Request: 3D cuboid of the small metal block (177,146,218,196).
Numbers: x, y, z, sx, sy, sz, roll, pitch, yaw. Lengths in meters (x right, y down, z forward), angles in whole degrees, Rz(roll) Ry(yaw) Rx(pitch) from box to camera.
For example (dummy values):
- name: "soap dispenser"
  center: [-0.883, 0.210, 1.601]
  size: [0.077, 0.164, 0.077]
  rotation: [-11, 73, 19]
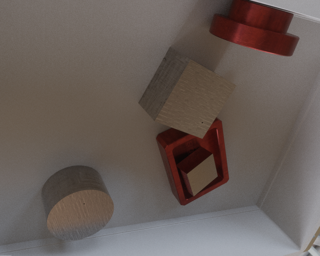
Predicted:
- name: "small metal block"
  center: [0.055, 0.064, 0.458]
  size: [0.050, 0.025, 0.050]
  rotation: [-35, 130, -21]

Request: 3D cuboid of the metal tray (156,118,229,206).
- name: "metal tray"
  center: [0.053, 0.049, 0.466]
  size: [0.091, 0.030, 0.129]
  rotation: [-26, 128, -13]

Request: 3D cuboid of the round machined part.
- name: "round machined part"
  center: [0.109, -0.117, 0.351]
  size: [0.099, 0.098, 0.042]
  rotation: [1, 118, -29]

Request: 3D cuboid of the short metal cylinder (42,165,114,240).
- name: "short metal cylinder"
  center: [-0.105, 0.095, 0.395]
  size: [0.081, 0.050, 0.079]
  rotation: [-14, 125, -21]

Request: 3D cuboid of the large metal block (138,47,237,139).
- name: "large metal block"
  center: [0.034, -0.042, 0.387]
  size: [0.080, 0.050, 0.080]
  rotation: [20, 108, -36]
